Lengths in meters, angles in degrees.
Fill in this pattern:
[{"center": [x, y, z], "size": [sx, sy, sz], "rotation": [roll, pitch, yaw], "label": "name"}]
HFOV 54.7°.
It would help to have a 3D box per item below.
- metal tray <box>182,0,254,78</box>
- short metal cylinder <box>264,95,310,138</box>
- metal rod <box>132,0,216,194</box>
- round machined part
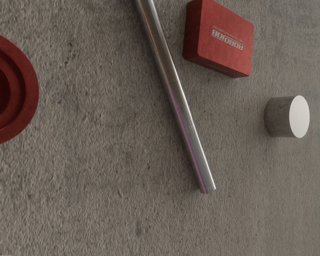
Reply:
[{"center": [0.095, -0.137, 0.484], "size": [0.131, 0.030, 0.089], "rotation": [9, 84, -40], "label": "metal tray"}, {"center": [0.246, -0.021, 0.598], "size": [0.081, 0.050, 0.079], "rotation": [0, 90, -40], "label": "short metal cylinder"}, {"center": [0.022, -0.042, 0.425], "size": [0.025, 0.025, 0.298], "rotation": [-33, 111, -35], "label": "metal rod"}, {"center": [-0.159, -0.032, 0.261], "size": [0.099, 0.042, 0.097], "rotation": [0, 90, -40], "label": "round machined part"}]
